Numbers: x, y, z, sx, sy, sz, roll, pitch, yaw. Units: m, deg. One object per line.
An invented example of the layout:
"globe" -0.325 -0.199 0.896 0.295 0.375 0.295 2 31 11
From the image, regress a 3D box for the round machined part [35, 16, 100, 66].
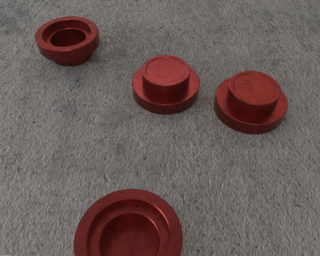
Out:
"round machined part" -0.148 -0.138 0.507 0.099 0.042 0.098 0 50 0

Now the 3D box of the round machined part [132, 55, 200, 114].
"round machined part" 0.009 -0.069 0.450 0.099 0.042 0.098 0 50 0

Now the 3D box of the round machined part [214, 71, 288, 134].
"round machined part" 0.127 -0.042 0.428 0.099 0.042 0.098 0 50 0

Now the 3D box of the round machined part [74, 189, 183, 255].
"round machined part" -0.029 0.112 0.298 0.099 0.042 0.098 0 50 0
